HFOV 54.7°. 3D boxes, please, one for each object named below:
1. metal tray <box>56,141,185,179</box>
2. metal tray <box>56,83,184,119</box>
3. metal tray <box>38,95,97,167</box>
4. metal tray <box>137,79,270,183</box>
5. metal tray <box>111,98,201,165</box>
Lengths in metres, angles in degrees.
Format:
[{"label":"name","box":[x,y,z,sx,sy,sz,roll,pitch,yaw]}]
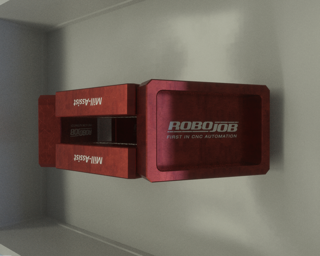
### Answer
[{"label":"metal tray","box":[-0.048,0.033,0.363,0.130,0.091,0.030,0,90,39]},{"label":"metal tray","box":[-0.048,-0.027,0.362,0.130,0.091,0.030,1,90,40]},{"label":"metal tray","box":[-0.126,0.003,0.443,0.030,0.130,0.089,0,91,8]},{"label":"metal tray","box":[0.044,0.002,0.301,0.030,0.131,0.089,-179,88,-69]},{"label":"metal tray","box":[-0.009,0.003,0.410,0.130,0.030,0.089,0,90,39]}]
